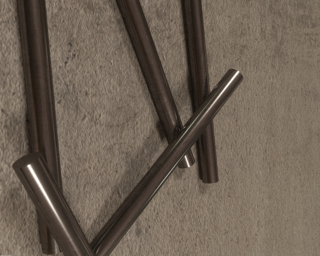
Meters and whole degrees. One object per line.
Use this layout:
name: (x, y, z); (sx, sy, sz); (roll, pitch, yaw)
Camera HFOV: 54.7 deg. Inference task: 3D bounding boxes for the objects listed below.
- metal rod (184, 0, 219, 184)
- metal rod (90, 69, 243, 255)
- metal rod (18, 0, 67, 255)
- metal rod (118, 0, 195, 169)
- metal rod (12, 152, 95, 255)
metal rod: (0.060, -0.066, 0.457); (0.025, 0.025, 0.298); (-11, 97, -40)
metal rod: (0.017, 0.035, 0.393); (0.301, 0.025, 0.025); (-50, 121, -19)
metal rod: (-0.118, -0.025, 0.307); (0.025, 0.025, 0.298); (-7, 95, -40)
metal rod: (-0.012, -0.083, 0.396); (0.025, 0.025, 0.298); (-33, 110, -36)
metal rod: (-0.070, 0.156, 0.324); (0.025, 0.025, 0.298); (-36, 120, -34)
